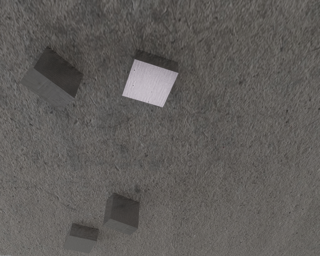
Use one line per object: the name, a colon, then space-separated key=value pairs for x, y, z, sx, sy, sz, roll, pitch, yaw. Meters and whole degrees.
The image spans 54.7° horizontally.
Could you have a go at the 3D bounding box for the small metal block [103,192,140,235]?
small metal block: x=-0.063 y=0.142 z=0.511 sx=0.050 sy=0.050 sz=0.025 roll=27 pitch=125 yaw=-22

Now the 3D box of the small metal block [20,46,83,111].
small metal block: x=-0.117 y=-0.055 z=0.343 sx=0.025 sy=0.050 sz=0.050 roll=-35 pitch=122 yaw=26

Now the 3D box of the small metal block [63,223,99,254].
small metal block: x=-0.149 y=0.209 z=0.583 sx=0.050 sy=0.025 sz=0.050 roll=19 pitch=128 yaw=-16

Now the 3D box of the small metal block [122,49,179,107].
small metal block: x=-0.012 y=-0.057 z=0.358 sx=0.050 sy=0.025 sz=0.050 roll=15 pitch=129 yaw=-13
